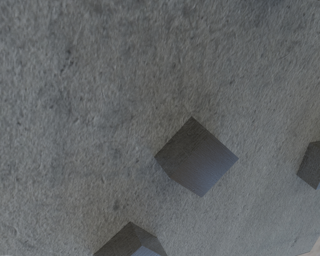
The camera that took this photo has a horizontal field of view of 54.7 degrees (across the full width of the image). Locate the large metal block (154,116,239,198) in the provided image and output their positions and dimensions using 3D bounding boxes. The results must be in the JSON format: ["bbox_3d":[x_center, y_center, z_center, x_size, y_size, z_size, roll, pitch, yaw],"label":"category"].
[{"bbox_3d":[0.053,0.043,0.449,0.080,0.050,0.080,-48,129,5],"label":"large metal block"}]

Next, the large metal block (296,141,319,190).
[{"bbox_3d":[0.334,0.070,0.621,0.081,0.050,0.079,-7,122,-25],"label":"large metal block"}]

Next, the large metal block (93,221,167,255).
[{"bbox_3d":[-0.045,0.209,0.497,0.080,0.050,0.080,-43,130,1],"label":"large metal block"}]
